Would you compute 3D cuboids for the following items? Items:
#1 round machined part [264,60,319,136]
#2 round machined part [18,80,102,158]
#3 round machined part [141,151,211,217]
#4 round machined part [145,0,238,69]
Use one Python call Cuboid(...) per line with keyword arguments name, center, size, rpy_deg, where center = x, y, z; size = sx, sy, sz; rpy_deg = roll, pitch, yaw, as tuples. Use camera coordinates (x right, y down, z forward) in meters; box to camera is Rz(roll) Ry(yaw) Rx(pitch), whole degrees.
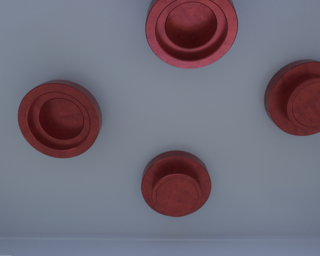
Cuboid(name="round machined part", center=(0.187, -0.034, 0.391), size=(0.099, 0.042, 0.097), rpy_deg=(0, 110, 0))
Cuboid(name="round machined part", center=(-0.123, -0.014, 0.396), size=(0.099, 0.042, 0.097), rpy_deg=(0, 110, 0))
Cuboid(name="round machined part", center=(0.023, 0.084, 0.433), size=(0.099, 0.042, 0.097), rpy_deg=(0, 110, 0))
Cuboid(name="round machined part", center=(0.034, -0.118, 0.346), size=(0.099, 0.042, 0.097), rpy_deg=(1, 137, 1))
